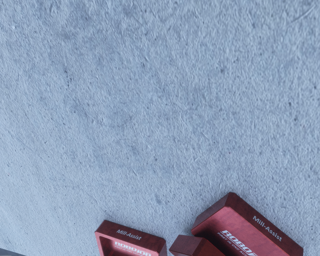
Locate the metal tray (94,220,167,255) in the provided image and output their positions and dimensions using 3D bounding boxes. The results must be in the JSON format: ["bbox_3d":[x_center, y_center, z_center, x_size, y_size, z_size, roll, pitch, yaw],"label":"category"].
[{"bbox_3d":[-0.052,0.228,0.571,0.130,0.030,0.089,10,123,23],"label":"metal tray"}]

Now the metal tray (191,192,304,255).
[{"bbox_3d":[0.121,0.160,0.439,0.130,0.030,0.089,39,129,1],"label":"metal tray"}]

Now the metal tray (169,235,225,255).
[{"bbox_3d":[0.084,0.215,0.465,0.130,0.030,0.090,43,154,-6],"label":"metal tray"}]
